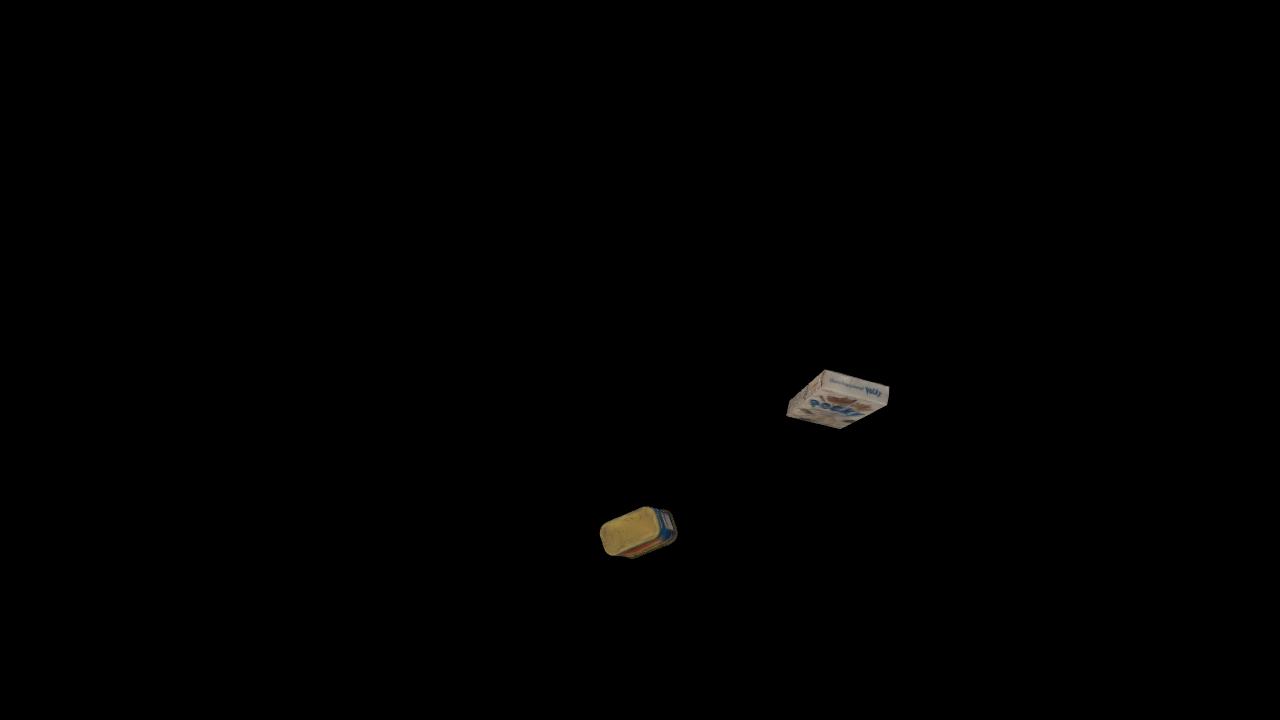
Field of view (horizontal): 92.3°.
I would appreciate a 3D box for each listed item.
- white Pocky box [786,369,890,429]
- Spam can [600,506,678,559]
[{"bbox_3d":[0.253,0.055,0.803,0.084,0.028,0.154,14,-18,2],"label":"white Pocky box"},{"bbox_3d":[-0.002,0.272,0.972,0.101,0.058,0.085,-26,-26,11],"label":"Spam can"}]
